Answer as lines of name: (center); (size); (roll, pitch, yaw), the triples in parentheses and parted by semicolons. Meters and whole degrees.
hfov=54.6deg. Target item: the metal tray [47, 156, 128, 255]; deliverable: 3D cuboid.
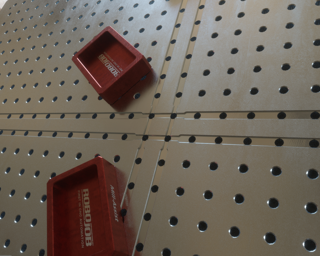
metal tray: (-0.095, 0.110, 0.388); (0.090, 0.030, 0.130); (-25, 53, 12)

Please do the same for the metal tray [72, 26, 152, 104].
metal tray: (-0.084, -0.108, 0.516); (0.090, 0.030, 0.130); (-42, 51, -1)
